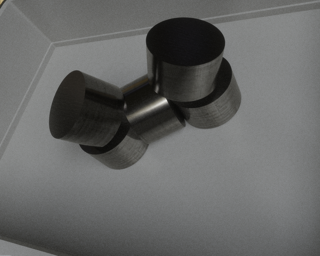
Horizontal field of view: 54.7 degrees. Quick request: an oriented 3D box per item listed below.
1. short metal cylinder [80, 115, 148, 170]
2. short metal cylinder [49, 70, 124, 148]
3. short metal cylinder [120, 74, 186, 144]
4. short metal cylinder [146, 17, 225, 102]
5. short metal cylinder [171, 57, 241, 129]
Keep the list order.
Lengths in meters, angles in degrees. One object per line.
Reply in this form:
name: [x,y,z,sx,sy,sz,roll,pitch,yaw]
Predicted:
short metal cylinder: [-0.061,0.009,0.412,0.080,0.050,0.080,-13,56,20]
short metal cylinder: [-0.087,-0.021,0.361,0.080,0.050,0.080,-20,61,42]
short metal cylinder: [-0.009,-0.027,0.388,0.050,0.080,0.080,-26,53,12]
short metal cylinder: [0.026,-0.075,0.335,0.081,0.050,0.080,0,53,0]
short metal cylinder: [0.055,-0.046,0.386,0.080,0.050,0.080,-13,56,20]
